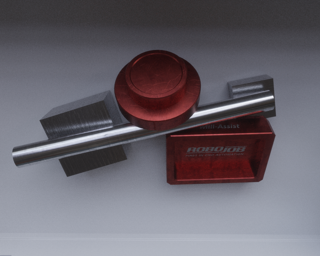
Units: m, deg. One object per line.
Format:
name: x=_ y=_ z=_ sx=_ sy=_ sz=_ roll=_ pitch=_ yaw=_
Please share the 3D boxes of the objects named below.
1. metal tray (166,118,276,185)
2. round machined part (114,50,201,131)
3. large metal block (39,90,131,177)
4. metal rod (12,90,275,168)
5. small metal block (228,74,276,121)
metal tray: x=0.073 y=0.032 z=0.405 sx=0.131 sy=0.030 sz=0.089 roll=-2 pitch=130 yaw=-1
round machined part: x=-0.003 y=-0.049 z=0.350 sx=0.099 sy=0.098 sz=0.042 roll=-4 pitch=151 yaw=1
large metal block: x=-0.091 y=0.006 z=0.396 sx=0.080 sy=0.050 sz=0.080 roll=-17 pitch=110 yaw=5
metal rod: x=-0.015 y=0.000 z=0.362 sx=0.302 sy=0.025 sz=0.025 roll=-13 pitch=110 yaw=-4
small metal block: x=0.118 y=-0.037 z=0.397 sx=0.050 sy=0.025 sz=0.050 roll=-11 pitch=110 yaw=3
